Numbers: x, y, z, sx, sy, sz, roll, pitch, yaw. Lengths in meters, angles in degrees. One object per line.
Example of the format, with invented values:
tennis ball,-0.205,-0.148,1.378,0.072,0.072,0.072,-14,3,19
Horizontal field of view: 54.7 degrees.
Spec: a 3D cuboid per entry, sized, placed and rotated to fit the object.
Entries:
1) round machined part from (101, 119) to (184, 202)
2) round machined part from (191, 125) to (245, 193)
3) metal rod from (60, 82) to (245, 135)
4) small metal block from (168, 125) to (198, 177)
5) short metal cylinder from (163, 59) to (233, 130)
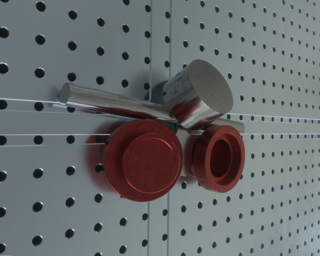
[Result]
round machined part,-0.016,0.039,0.363,0.099,0.042,0.097,0,91,-22
round machined part,0.081,0.044,0.459,0.099,0.042,0.097,-3,95,-43
metal rod,0.016,-0.017,0.418,0.302,0.025,0.025,9,84,-40
small metal block,0.024,0.031,0.424,0.050,0.025,0.050,44,64,-31
short metal cylinder,0.051,-0.043,0.412,0.080,0.050,0.080,24,50,-31
